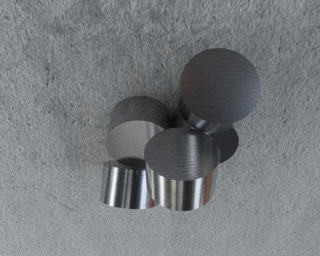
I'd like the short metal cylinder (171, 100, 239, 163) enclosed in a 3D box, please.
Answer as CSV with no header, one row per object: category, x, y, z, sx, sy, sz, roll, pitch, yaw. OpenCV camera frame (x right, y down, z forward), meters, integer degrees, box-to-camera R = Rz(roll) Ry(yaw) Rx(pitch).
short metal cylinder,0.055,0.005,0.396,0.081,0.050,0.079,0,130,0

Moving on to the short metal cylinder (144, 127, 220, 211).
short metal cylinder,0.024,0.044,0.345,0.081,0.080,0.050,-1,130,0

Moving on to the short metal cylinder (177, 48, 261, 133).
short metal cylinder,0.060,-0.038,0.332,0.081,0.080,0.050,0,168,-1

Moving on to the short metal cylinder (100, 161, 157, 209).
short metal cylinder,-0.040,0.076,0.428,0.081,0.080,0.050,6,91,-5

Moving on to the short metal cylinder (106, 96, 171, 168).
short metal cylinder,-0.025,0.006,0.396,0.081,0.050,0.079,0,130,0
